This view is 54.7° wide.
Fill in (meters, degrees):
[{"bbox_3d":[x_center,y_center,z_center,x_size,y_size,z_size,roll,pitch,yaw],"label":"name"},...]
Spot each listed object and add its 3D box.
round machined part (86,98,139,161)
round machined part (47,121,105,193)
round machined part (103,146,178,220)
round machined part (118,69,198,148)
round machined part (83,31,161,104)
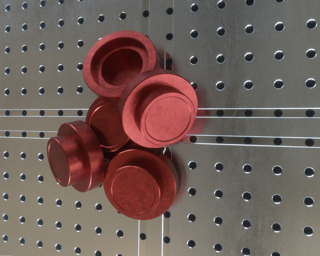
[{"bbox_3d":[-0.061,-0.003,0.423,0.098,0.042,0.097,0,90,19],"label":"round machined part"},{"bbox_3d":[-0.119,0.041,0.419,0.098,0.042,0.097,20,117,45],"label":"round machined part"},{"bbox_3d":[-0.028,0.075,0.399,0.098,0.042,0.097,3,102,13],"label":"round machined part"},{"bbox_3d":[0.002,-0.018,0.371,0.098,0.099,0.042,-58,33,11],"label":"round machined part"},{"bbox_3d":[-0.047,-0.075,0.407,0.098,0.042,0.098,-5,68,12],"label":"round machined part"}]
